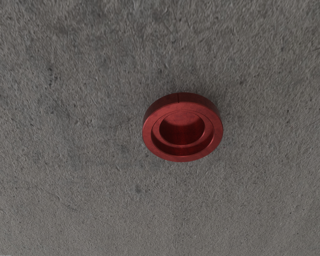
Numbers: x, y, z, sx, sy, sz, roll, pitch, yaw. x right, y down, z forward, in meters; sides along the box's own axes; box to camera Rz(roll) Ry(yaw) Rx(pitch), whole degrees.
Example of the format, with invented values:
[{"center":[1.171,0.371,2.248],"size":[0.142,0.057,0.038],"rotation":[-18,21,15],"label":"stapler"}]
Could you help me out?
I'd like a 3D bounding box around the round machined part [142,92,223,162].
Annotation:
[{"center":[0.028,-0.005,0.391],"size":[0.099,0.042,0.097],"rotation":[0,130,0],"label":"round machined part"}]
